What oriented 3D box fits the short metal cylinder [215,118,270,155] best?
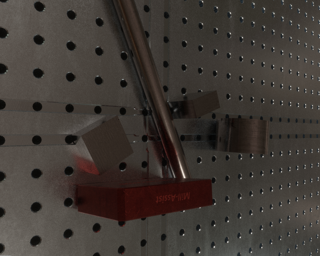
[{"bbox_3d":[0.127,0.013,0.483,0.081,0.080,0.050,6,86,-40],"label":"short metal cylinder"}]

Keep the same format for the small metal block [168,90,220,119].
[{"bbox_3d":[0.047,-0.033,0.435,0.050,0.050,0.025,-24,106,-38],"label":"small metal block"}]

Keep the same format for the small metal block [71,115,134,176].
[{"bbox_3d":[-0.065,0.019,0.356,0.050,0.025,0.050,-34,111,-35],"label":"small metal block"}]

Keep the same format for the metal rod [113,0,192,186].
[{"bbox_3d":[-0.011,-0.057,0.401,0.025,0.025,0.298,-31,109,-36],"label":"metal rod"}]

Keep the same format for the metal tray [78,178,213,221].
[{"bbox_3d":[-0.015,0.077,0.354,0.131,0.090,0.030,3,82,-40],"label":"metal tray"}]
